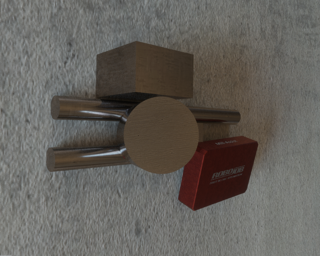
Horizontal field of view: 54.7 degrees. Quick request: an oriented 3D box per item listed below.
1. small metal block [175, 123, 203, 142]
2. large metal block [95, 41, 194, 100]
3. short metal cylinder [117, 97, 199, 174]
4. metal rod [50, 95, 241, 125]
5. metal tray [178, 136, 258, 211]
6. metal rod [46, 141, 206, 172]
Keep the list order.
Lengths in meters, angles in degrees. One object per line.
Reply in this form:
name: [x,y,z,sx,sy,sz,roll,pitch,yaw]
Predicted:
small metal block: [0.021,0.005,0.409,0.050,0.050,0.025,1,90,-40]
large metal block: [-0.019,-0.060,0.357,0.081,0.080,0.050,1,90,-40]
short metal cylinder: [-0.004,0.008,0.342,0.081,0.050,0.080,0,88,-16]
metal rod: [0.008,-0.019,0.415,0.302,0.025,0.025,1,90,-40]
metal tray: [0.090,0.063,0.463,0.131,0.030,0.089,-5,111,-41]
metal rod: [0.004,0.032,0.412,0.302,0.025,0.025,0,90,-40]
